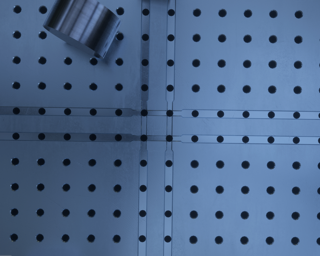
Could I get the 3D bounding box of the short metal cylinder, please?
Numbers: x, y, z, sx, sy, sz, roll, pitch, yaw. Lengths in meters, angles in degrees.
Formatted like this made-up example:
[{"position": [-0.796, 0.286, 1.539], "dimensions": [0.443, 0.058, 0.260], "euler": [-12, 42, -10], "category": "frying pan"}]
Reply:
[{"position": [-0.095, -0.128, 0.385], "dimensions": [0.080, 0.080, 0.050], "euler": [27, 90, 0], "category": "short metal cylinder"}]
